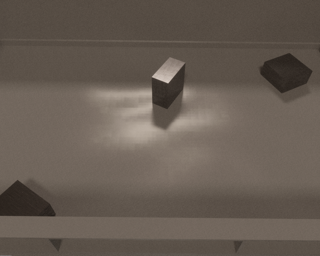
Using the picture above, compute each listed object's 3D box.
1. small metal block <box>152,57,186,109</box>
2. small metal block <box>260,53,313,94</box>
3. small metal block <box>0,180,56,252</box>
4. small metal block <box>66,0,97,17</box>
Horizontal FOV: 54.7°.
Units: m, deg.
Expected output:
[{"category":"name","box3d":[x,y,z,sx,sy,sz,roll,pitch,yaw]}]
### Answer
[{"category":"small metal block","box3d":[0.012,-0.064,0.443,0.025,0.050,0.050,24,54,18]},{"category":"small metal block","box3d":[0.195,-0.086,0.480,0.050,0.025,0.050,-21,53,-17]},{"category":"small metal block","box3d":[-0.150,0.091,0.326,0.050,0.025,0.050,28,55,21]},{"category":"small metal block","box3d":[-0.158,-0.250,0.615,0.050,0.025,0.050,-16,52,-14]}]
